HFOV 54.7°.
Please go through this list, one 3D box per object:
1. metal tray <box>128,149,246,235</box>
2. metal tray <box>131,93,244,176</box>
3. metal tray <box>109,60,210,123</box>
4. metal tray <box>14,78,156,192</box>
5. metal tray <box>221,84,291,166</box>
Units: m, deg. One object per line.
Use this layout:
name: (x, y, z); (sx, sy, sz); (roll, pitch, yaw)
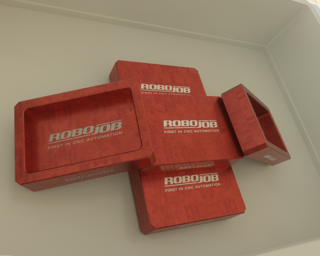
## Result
metal tray: (0.033, 0.070, 0.373); (0.131, 0.030, 0.090); (0, 62, -29)
metal tray: (0.031, 0.005, 0.375); (0.131, 0.030, 0.090); (-1, 62, -29)
metal tray: (0.003, -0.043, 0.427); (0.131, 0.030, 0.090); (0, 62, -29)
metal tray: (-0.077, 0.006, 0.316); (0.131, 0.030, 0.090); (-12, 66, -2)
metal tray: (0.137, 0.000, 0.434); (0.131, 0.030, 0.090); (20, 49, -54)
